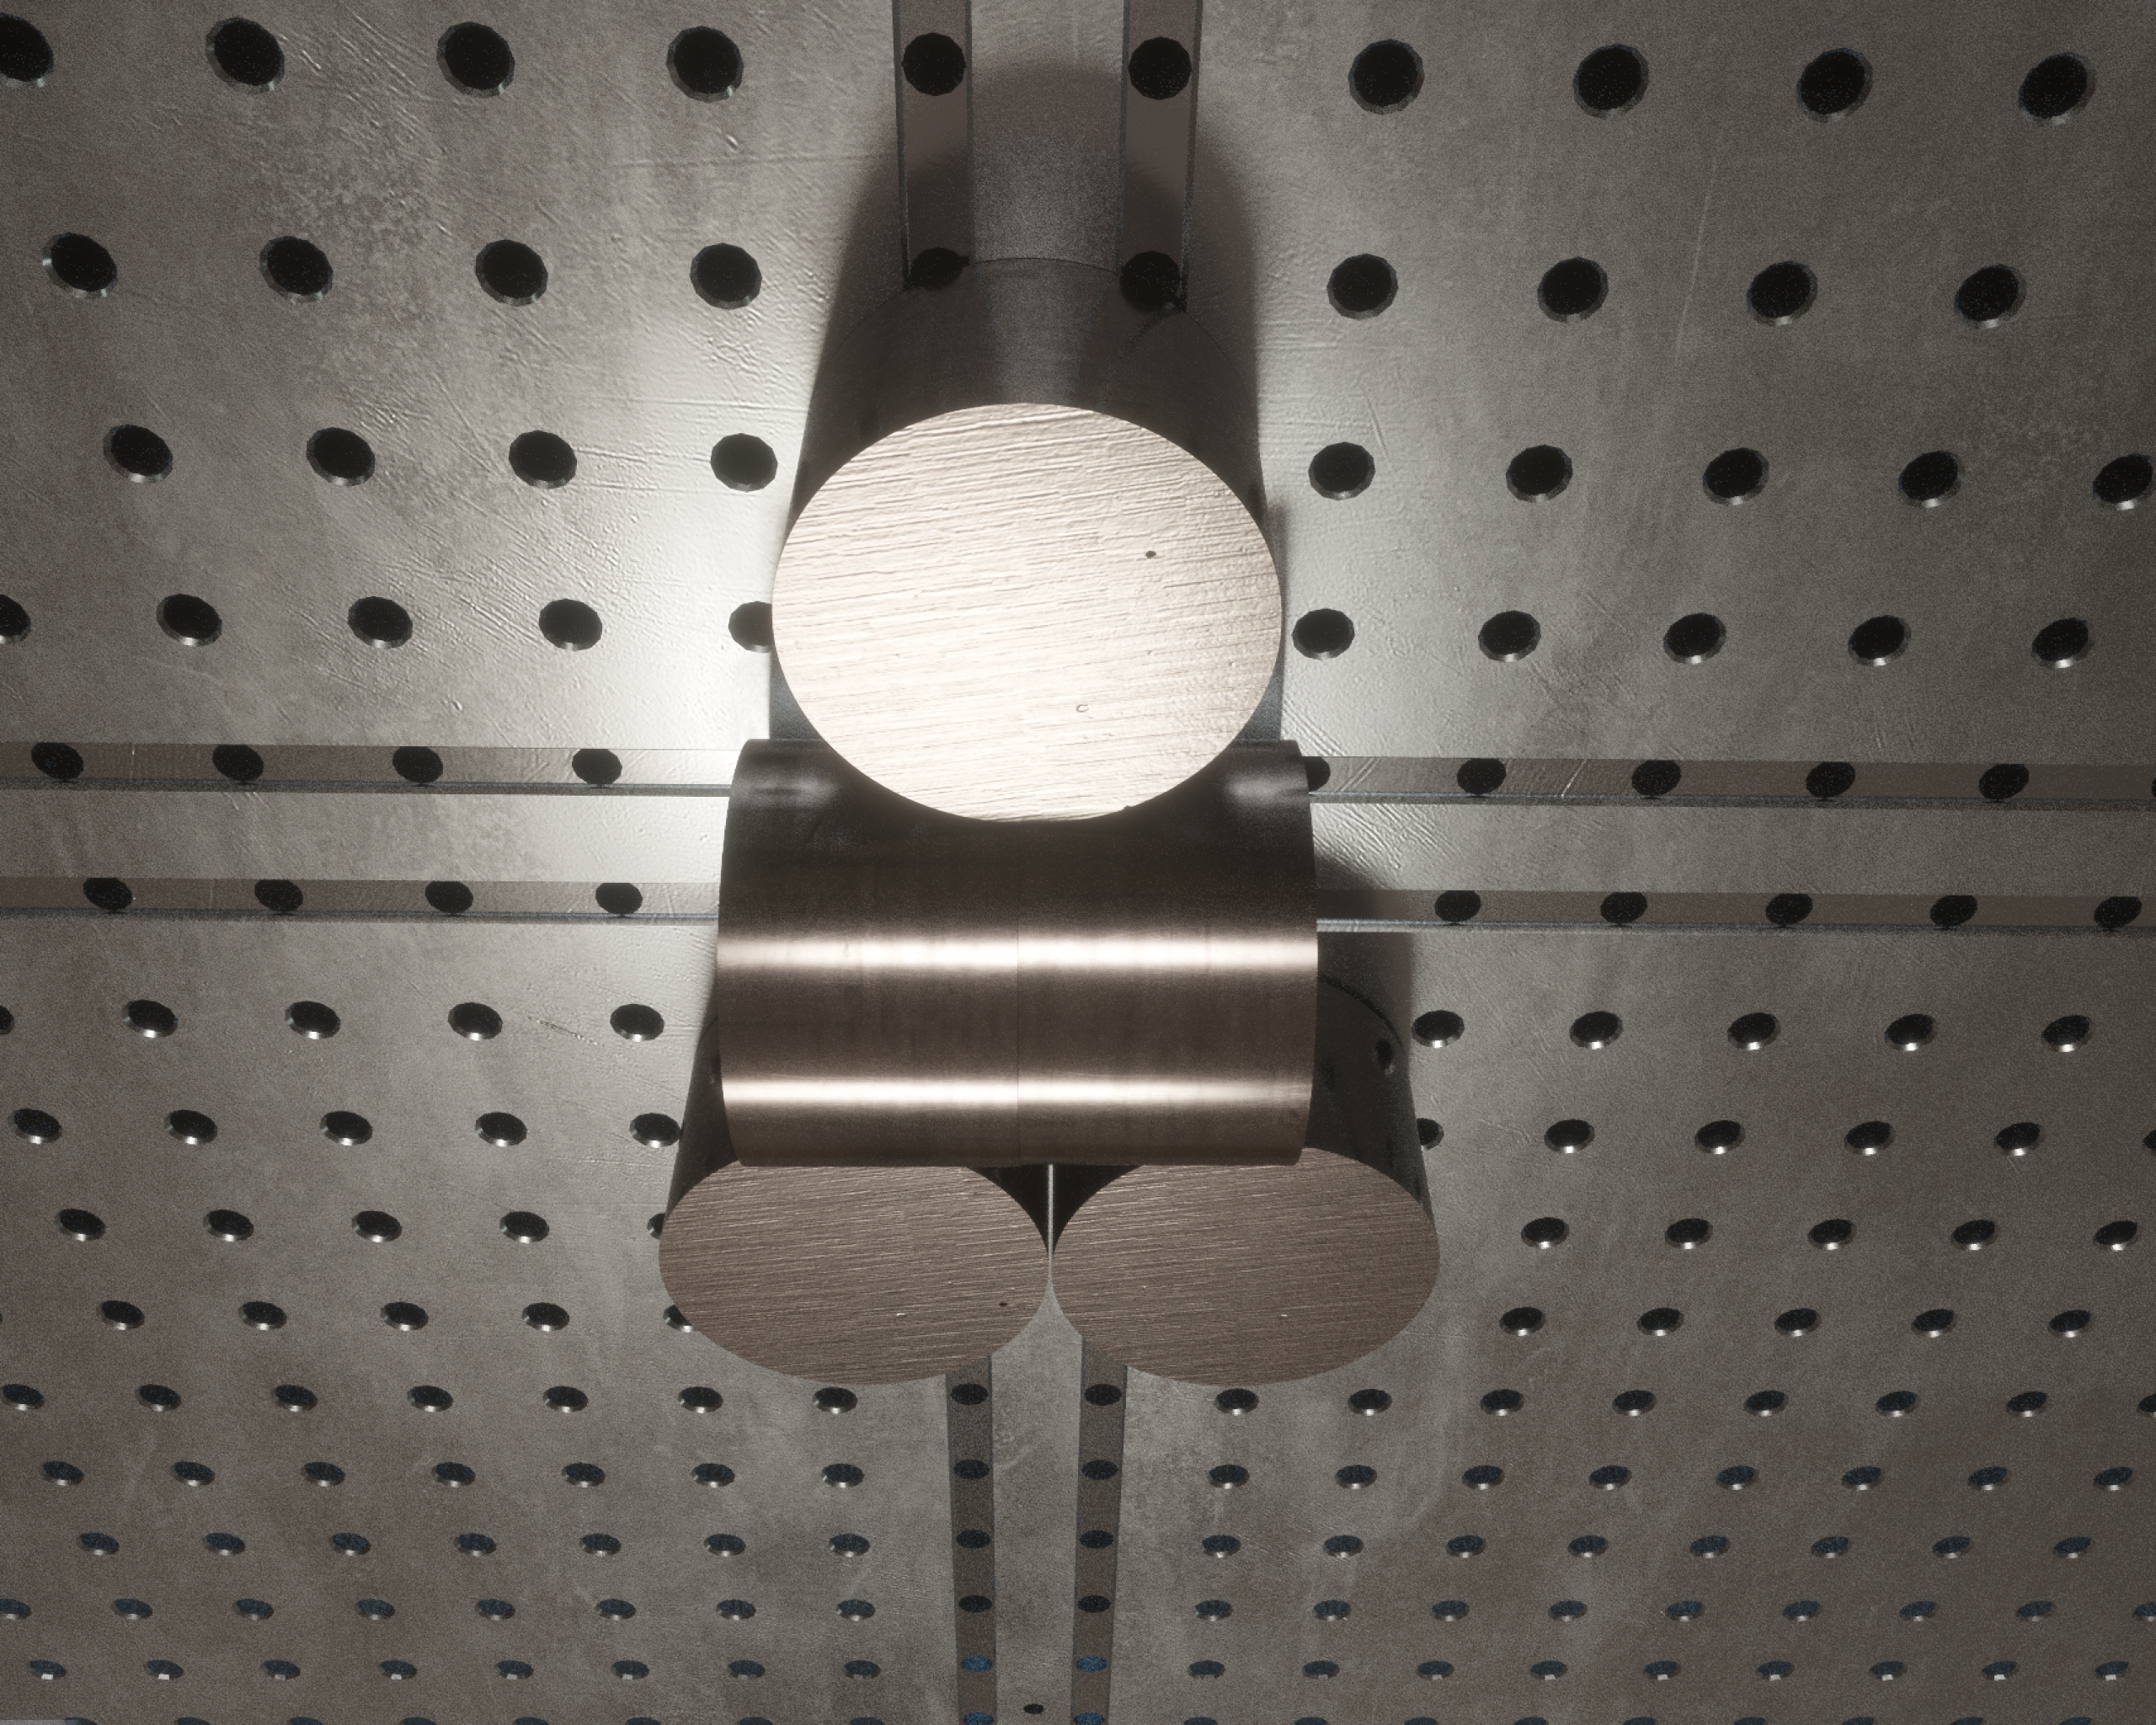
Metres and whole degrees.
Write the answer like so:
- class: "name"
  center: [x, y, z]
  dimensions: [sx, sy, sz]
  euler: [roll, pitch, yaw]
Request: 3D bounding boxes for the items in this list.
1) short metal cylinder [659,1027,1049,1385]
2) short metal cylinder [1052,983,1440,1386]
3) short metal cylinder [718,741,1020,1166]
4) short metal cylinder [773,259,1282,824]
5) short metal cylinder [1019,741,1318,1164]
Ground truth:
- class: "short metal cylinder"
  center: [-0.046, 0.068, 0.452]
  dimensions: [0.081, 0.050, 0.079]
  euler: [0, 130, 0]
- class: "short metal cylinder"
  center: [0.035, 0.069, 0.453]
  dimensions: [0.081, 0.050, 0.079]
  euler: [0, 130, 0]
- class: "short metal cylinder"
  center: [-0.036, 0.017, 0.390]
  dimensions: [0.050, 0.080, 0.079]
  euler: [0, 130, -1]
- class: "short metal cylinder"
  center: [-0.008, -0.053, 0.350]
  dimensions: [0.081, 0.050, 0.079]
  euler: [0, 130, 0]
- class: "short metal cylinder"
  center: [0.015, 0.017, 0.391]
  dimensions: [0.050, 0.080, 0.079]
  euler: [0, 130, -1]
